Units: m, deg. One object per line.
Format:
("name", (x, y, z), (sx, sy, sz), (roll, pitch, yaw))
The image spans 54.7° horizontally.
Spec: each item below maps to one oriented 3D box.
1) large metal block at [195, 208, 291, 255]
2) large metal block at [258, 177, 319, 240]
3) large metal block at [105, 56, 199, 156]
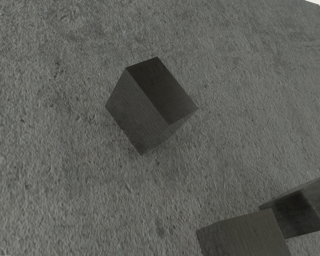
("large metal block", (0.098, 0.144, 0.352), (0.081, 0.050, 0.080), (-3, 63, -30))
("large metal block", (0.195, 0.103, 0.410), (0.081, 0.080, 0.050), (-14, 69, -34))
("large metal block", (-0.013, -0.025, 0.376), (0.050, 0.080, 0.080), (-30, 78, -38))
